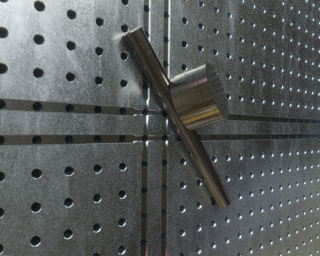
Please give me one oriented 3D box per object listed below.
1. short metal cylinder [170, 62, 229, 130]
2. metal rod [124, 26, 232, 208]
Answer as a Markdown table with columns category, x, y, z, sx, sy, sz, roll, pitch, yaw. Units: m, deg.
| category | x | y | z | sx | sy | sz | roll | pitch | yaw |
| --- | --- | --- | --- | --- | --- | --- | --- | --- | --- |
| short metal cylinder | 0.055 | -0.042 | 0.420 | 0.080 | 0.050 | 0.080 | 45 | 35 | -44 |
| metal rod | 0.035 | 0.000 | 0.440 | 0.025 | 0.025 | 0.299 | -45 | 117 | -31 |
